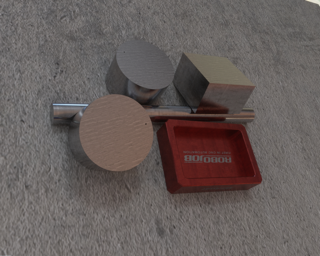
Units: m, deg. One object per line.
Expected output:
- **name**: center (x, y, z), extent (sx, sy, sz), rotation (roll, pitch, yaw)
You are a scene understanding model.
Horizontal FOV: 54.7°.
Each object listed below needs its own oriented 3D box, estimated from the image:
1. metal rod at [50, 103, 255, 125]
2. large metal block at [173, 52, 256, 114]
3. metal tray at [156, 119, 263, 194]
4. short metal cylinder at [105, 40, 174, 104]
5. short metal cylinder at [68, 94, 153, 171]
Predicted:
- **metal rod**: center (0.010, -0.018, 0.423), extent (0.303, 0.025, 0.025), rotation (-1, 62, -29)
- **large metal block**: center (0.076, -0.065, 0.454), extent (0.081, 0.050, 0.080), rotation (-1, 41, -29)
- **metal tray**: center (0.066, 0.037, 0.414), extent (0.131, 0.030, 0.090), rotation (3, 60, -27)
- **short metal cylinder**: center (-0.028, -0.071, 0.417), extent (0.081, 0.050, 0.080), rotation (14, 56, -21)
- **short metal cylinder**: center (-0.055, 0.007, 0.339), extent (0.081, 0.050, 0.080), rotation (5, 80, -28)
